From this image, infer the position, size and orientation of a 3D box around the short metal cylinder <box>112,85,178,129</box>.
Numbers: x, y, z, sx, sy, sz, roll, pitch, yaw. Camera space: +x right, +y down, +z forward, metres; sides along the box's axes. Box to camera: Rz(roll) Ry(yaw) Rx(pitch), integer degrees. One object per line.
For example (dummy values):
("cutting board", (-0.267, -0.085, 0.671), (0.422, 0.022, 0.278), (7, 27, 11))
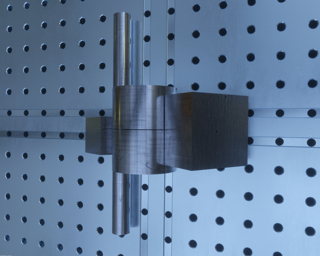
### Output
("short metal cylinder", (-0.019, -0.024, 0.385), (0.080, 0.080, 0.050), (1, 90, 20))

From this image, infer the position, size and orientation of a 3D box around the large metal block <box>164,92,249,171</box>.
("large metal block", (0.053, 0.003, 0.353), (0.050, 0.081, 0.079), (2, 92, 58))

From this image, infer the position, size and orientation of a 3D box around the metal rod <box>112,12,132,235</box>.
("metal rod", (-0.052, -0.006, 0.426), (0.025, 0.025, 0.298), (0, 90, 20))

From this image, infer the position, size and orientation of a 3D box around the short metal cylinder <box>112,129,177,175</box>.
("short metal cylinder", (-0.019, 0.027, 0.385), (0.080, 0.080, 0.050), (1, 90, 20))

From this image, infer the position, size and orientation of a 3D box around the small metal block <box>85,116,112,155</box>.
("small metal block", (-0.081, 0.010, 0.425), (0.050, 0.025, 0.050), (0, 89, 54))
